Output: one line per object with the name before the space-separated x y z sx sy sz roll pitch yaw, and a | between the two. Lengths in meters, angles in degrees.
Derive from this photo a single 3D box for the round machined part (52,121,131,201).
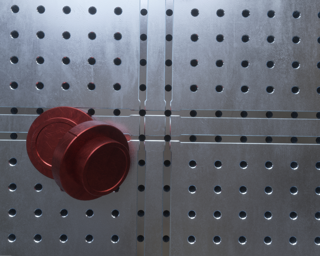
round machined part | -0.075 0.043 0.375 0.042 0.098 0.098 20 90 42

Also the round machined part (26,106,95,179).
round machined part | -0.125 0.021 0.403 0.099 0.042 0.097 0 90 -1
